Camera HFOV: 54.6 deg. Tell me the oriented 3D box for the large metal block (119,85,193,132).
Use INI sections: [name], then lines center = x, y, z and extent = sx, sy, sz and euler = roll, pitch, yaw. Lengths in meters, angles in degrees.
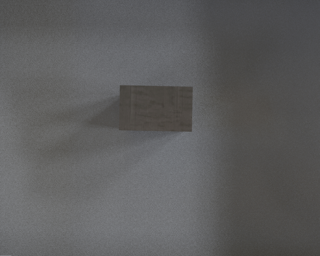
[large metal block]
center = -0.005, -0.022, 0.382
extent = 0.080, 0.080, 0.050
euler = 1, 90, 0
